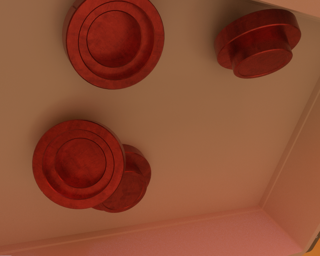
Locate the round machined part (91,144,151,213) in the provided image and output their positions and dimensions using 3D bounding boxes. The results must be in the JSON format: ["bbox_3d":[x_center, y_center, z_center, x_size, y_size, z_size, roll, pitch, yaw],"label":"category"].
[{"bbox_3d":[-0.056,0.074,0.412,0.099,0.042,0.097,-14,124,-21],"label":"round machined part"}]

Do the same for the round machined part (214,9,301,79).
[{"bbox_3d":[0.117,-0.093,0.370,0.099,0.042,0.098,-9,163,-3],"label":"round machined part"}]

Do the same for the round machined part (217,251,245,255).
[{"bbox_3d":[0.145,0.305,0.668,0.099,0.042,0.097,-14,124,-21],"label":"round machined part"}]

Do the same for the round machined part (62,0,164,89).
[{"bbox_3d":[-0.049,-0.092,0.314,0.099,0.042,0.097,-14,124,-21],"label":"round machined part"}]

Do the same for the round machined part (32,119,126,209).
[{"bbox_3d":[-0.088,0.038,0.353,0.099,0.042,0.097,0,92,-2],"label":"round machined part"}]
